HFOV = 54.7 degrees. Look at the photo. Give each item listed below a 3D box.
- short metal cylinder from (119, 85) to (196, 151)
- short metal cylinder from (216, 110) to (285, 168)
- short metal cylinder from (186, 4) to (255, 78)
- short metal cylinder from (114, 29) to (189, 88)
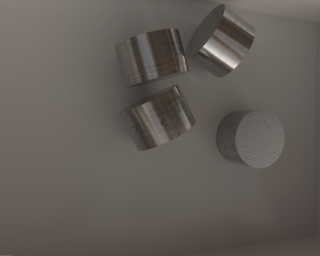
[{"bbox_3d":[-0.003,-0.014,0.380,0.080,0.080,0.050,-30,100,-18],"label":"short metal cylinder"},{"bbox_3d":[0.129,0.015,0.444,0.081,0.050,0.080,0,90,-20],"label":"short metal cylinder"},{"bbox_3d":[0.078,-0.114,0.410,0.050,0.080,0.080,30,80,-18],"label":"short metal cylinder"},{"bbox_3d":[-0.009,-0.083,0.377,0.081,0.080,0.050,-17,96,-19],"label":"short metal cylinder"}]
